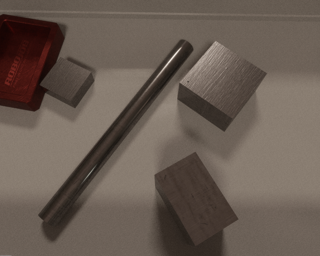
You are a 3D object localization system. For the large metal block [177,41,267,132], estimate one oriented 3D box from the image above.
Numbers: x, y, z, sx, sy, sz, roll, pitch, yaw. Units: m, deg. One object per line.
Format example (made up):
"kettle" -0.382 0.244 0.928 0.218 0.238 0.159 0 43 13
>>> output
"large metal block" 0.081 -0.056 0.418 0.080 0.050 0.080 36 74 12

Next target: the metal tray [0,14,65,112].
"metal tray" -0.201 -0.094 0.438 0.091 0.030 0.130 10 70 3

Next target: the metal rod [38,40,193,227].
"metal rod" -0.048 -0.005 0.410 0.025 0.025 0.300 34 73 11

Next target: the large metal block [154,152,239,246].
"large metal block" 0.036 0.083 0.351 0.050 0.080 0.080 -28 73 -10

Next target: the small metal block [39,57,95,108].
"small metal block" -0.128 -0.063 0.431 0.050 0.025 0.050 27 72 9
